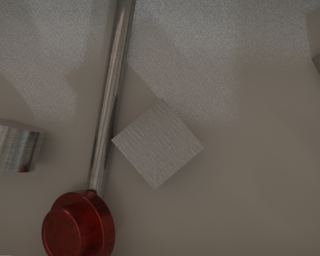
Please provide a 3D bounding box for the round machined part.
[{"bbox_3d":[-0.106,0.128,0.379,0.098,0.042,0.097,0,90,32],"label":"round machined part"}]

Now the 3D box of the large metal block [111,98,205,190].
[{"bbox_3d":[-0.002,0.019,0.399,0.080,0.050,0.080,-40,91,0],"label":"large metal block"}]

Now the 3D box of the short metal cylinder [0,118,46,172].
[{"bbox_3d":[-0.189,0.019,0.381,0.080,0.080,0.050,15,90,-1],"label":"short metal cylinder"}]

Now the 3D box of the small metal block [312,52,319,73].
[{"bbox_3d":[0.242,-0.086,0.411,0.050,0.025,0.050,-27,82,0],"label":"small metal block"}]

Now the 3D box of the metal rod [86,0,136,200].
[{"bbox_3d":[-0.068,-0.029,0.410,0.025,0.025,0.298,9,90,-1],"label":"metal rod"}]
